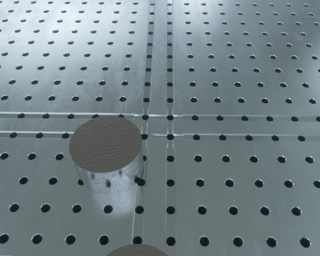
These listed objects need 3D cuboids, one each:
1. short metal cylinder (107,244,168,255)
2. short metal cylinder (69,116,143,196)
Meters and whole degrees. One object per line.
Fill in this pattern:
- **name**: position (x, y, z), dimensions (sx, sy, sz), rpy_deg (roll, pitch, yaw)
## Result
- **short metal cylinder**: position (-0.020, 0.149, 0.266), dimensions (0.081, 0.050, 0.080), rpy_deg (0, 50, 0)
- **short metal cylinder**: position (-0.060, 0.032, 0.364), dimensions (0.081, 0.050, 0.080), rpy_deg (0, 50, 0)
